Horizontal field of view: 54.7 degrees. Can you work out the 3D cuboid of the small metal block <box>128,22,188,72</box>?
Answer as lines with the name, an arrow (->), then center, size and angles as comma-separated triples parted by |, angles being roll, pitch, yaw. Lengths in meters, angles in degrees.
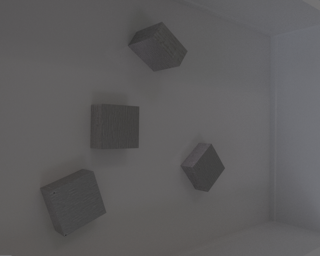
small metal block -> -0.003, -0.099, 0.387 | 0.050, 0.050, 0.025 | 41, 65, -33

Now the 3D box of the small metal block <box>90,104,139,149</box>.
small metal block -> -0.052, -0.001, 0.363 | 0.050, 0.025, 0.050 | 1, 89, -40

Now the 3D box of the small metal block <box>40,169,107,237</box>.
small metal block -> -0.091, 0.078, 0.330 | 0.050, 0.025, 0.050 | -24, 105, -38

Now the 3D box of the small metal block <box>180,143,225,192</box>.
small metal block -> 0.065, 0.058, 0.461 | 0.050, 0.025, 0.050 | -47, 118, -30
